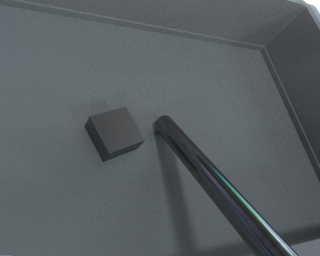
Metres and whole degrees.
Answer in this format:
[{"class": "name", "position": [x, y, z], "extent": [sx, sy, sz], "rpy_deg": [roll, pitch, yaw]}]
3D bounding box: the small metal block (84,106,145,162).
[{"class": "small metal block", "position": [-0.055, 0.007, 0.373], "extent": [0.050, 0.025, 0.050], "rpy_deg": [-20, 73, -36]}]

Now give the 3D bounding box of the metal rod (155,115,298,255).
[{"class": "metal rod", "position": [0.061, 0.063, 0.296], "extent": [0.025, 0.025, 0.300], "rpy_deg": [4, 26, -27]}]
